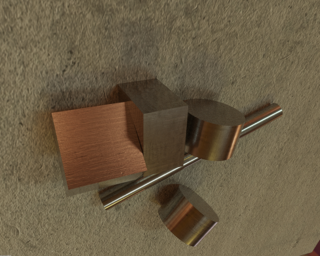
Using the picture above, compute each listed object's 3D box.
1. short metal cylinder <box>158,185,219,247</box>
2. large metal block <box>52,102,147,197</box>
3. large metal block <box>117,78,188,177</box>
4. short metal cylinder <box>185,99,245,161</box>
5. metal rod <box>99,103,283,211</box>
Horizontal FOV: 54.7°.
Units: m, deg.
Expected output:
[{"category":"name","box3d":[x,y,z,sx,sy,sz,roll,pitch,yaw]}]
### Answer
[{"category":"short metal cylinder","box3d":[0.044,0.134,0.478,0.080,0.080,0.050,34,99,-39]},{"category":"large metal block","box3d":[-0.069,0.023,0.339,0.081,0.080,0.050,-11,164,-23]},{"category":"large metal block","box3d":[-0.011,-0.004,0.363,0.050,0.080,0.079,-12,124,-22]},{"category":"short metal cylinder","box3d":[0.065,0.000,0.407,0.081,0.080,0.050,-3,120,-27]},{"category":"metal rod","box3d":[0.053,0.037,0.458,0.302,0.025,0.025,-26,128,-12]}]
